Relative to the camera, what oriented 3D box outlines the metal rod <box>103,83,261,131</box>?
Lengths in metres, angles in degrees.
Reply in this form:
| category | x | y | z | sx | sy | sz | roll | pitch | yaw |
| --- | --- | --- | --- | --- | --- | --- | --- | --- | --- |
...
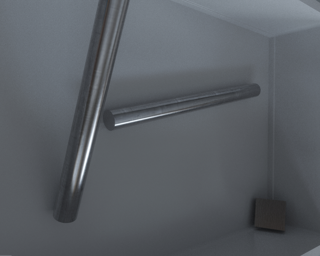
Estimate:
| category | x | y | z | sx | sy | sz | roll | pitch | yaw |
| --- | --- | --- | --- | --- | --- | --- | --- | --- | --- |
| metal rod | 0.054 | -0.038 | 0.454 | 0.302 | 0.025 | 0.025 | -14 | 100 | -39 |

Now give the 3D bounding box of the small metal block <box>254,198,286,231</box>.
| category | x | y | z | sx | sy | sz | roll | pitch | yaw |
| --- | --- | --- | --- | --- | --- | --- | --- | --- | --- |
| small metal block | 0.198 | 0.154 | 0.555 | 0.025 | 0.050 | 0.050 | 30 | 64 | -62 |

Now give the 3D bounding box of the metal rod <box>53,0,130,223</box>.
| category | x | y | z | sx | sy | sz | roll | pitch | yaw |
| --- | --- | --- | --- | --- | --- | --- | --- | --- | --- |
| metal rod | -0.058 | -0.044 | 0.283 | 0.025 | 0.025 | 0.298 | 2 | 112 | -40 |
